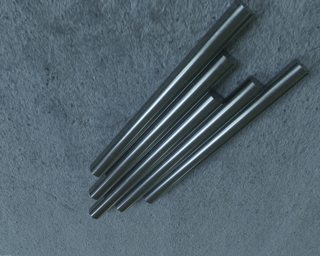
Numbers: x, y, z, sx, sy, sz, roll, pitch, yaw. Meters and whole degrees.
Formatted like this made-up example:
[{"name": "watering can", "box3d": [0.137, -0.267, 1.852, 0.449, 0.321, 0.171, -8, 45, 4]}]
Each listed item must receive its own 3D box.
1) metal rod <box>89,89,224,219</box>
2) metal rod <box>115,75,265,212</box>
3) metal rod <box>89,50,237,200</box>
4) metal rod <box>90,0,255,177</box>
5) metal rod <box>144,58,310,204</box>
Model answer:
[{"name": "metal rod", "box3d": [-0.021, 0.053, 0.454, 0.025, 0.025, 0.299, 29, 124, -23]}, {"name": "metal rod", "box3d": [0.025, 0.038, 0.441, 0.025, 0.025, 0.299, 29, 124, -23]}, {"name": "metal rod", "box3d": [-0.013, 0.013, 0.419, 0.025, 0.025, 0.299, 29, 124, -23]}, {"name": "metal rod", "box3d": [-0.004, -0.029, 0.384, 0.025, 0.025, 0.299, 29, 124, -23]}, {"name": "metal rod", "box3d": [0.072, 0.021, 0.427, 0.025, 0.025, 0.299, 29, 124, -23]}]
